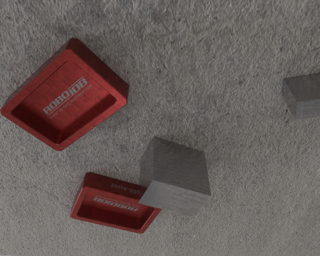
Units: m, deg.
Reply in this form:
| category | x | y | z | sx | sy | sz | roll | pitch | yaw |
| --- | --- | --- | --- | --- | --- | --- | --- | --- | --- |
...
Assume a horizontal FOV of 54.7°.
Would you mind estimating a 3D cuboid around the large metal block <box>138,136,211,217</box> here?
| category | x | y | z | sx | sy | sz | roll | pitch | yaw |
| --- | --- | --- | --- | --- | --- | --- | --- | --- | --- |
| large metal block | 0.018 | 0.066 | 0.428 | 0.081 | 0.080 | 0.050 | 18 | 128 | -15 |

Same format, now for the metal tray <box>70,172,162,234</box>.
| category | x | y | z | sx | sy | sz | roll | pitch | yaw |
| --- | --- | --- | --- | --- | --- | --- | --- | --- | --- |
| metal tray | -0.071 | 0.127 | 0.510 | 0.131 | 0.030 | 0.089 | 18 | 128 | -16 |

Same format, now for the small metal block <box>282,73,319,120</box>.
| category | x | y | z | sx | sy | sz | roll | pitch | yaw |
| --- | --- | --- | --- | --- | --- | --- | --- | --- | --- |
| small metal block | 0.176 | -0.038 | 0.360 | 0.050 | 0.050 | 0.025 | -8 | 130 | 7 |

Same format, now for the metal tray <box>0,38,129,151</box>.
| category | x | y | z | sx | sy | sz | roll | pitch | yaw |
| --- | --- | --- | --- | --- | --- | --- | --- | --- | --- |
| metal tray | -0.113 | -0.034 | 0.373 | 0.130 | 0.030 | 0.090 | -33 | 123 | 24 |
